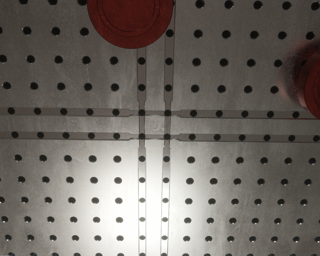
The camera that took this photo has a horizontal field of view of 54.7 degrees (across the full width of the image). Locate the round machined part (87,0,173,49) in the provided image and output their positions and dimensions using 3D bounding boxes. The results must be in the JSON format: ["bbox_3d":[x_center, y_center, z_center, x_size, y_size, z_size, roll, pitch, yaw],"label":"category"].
[{"bbox_3d":[-0.034,-0.140,0.352,0.099,0.042,0.097,0,110,-1],"label":"round machined part"}]

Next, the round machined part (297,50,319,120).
[{"bbox_3d":[0.220,-0.057,0.386,0.099,0.042,0.097,0,110,-1],"label":"round machined part"}]
